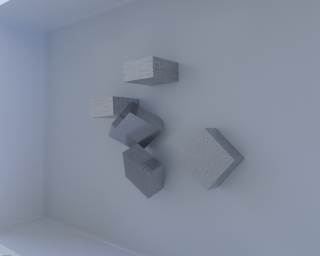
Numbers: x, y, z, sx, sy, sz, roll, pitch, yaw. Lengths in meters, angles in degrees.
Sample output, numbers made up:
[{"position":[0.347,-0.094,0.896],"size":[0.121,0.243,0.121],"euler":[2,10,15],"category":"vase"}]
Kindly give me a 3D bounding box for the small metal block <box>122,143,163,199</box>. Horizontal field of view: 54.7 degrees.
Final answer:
[{"position":[-0.023,0.057,0.411],"size":[0.050,0.025,0.050],"euler":[37,144,33],"category":"small metal block"}]

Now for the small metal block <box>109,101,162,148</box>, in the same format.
[{"position":[-0.032,0.000,0.414],"size":[0.050,0.050,0.025],"euler":[-45,26,31],"category":"small metal block"}]

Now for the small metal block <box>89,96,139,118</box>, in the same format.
[{"position":[-0.065,-0.028,0.445],"size":[0.050,0.050,0.025],"euler":[-4,88,40],"category":"small metal block"}]

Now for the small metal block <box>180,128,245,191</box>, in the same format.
[{"position":[0.059,0.035,0.358],"size":[0.050,0.025,0.050],"euler":[50,119,28],"category":"small metal block"}]

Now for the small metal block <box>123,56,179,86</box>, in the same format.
[{"position":[-0.011,-0.072,0.400],"size":[0.050,0.050,0.025],"euler":[-2,89,40],"category":"small metal block"}]
